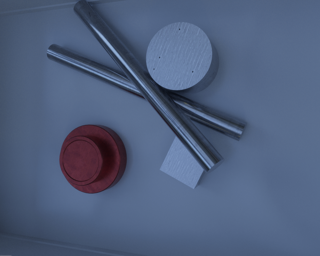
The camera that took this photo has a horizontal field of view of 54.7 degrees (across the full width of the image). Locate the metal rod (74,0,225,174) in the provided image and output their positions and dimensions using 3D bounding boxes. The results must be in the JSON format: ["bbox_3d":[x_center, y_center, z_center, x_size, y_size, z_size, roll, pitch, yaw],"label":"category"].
[{"bbox_3d":[-0.026,-0.066,0.395,0.025,0.025,0.300,-45,68,14],"label":"metal rod"}]

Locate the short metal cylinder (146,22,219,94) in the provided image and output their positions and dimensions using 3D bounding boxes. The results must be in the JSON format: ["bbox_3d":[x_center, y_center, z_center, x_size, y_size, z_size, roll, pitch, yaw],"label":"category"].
[{"bbox_3d":[0.029,-0.084,0.386,0.080,0.050,0.079,0,90,19],"label":"short metal cylinder"}]

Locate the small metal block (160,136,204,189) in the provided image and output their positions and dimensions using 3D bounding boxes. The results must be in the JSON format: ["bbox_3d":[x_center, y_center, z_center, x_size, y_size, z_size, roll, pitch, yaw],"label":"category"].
[{"bbox_3d":[0.036,0.042,0.397,0.050,0.025,0.050,28,99,17],"label":"small metal block"}]

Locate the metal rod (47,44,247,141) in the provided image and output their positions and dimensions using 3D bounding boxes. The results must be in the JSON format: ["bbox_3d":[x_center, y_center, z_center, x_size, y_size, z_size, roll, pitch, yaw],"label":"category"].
[{"bbox_3d":[-0.030,-0.055,0.420,0.301,0.025,0.025,25,98,18],"label":"metal rod"}]

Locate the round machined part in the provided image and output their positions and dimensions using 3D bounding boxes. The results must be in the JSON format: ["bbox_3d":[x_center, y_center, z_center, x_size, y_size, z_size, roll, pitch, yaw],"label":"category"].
[{"bbox_3d":[-0.100,0.044,0.436,0.098,0.042,0.097,0,90,19],"label":"round machined part"}]
